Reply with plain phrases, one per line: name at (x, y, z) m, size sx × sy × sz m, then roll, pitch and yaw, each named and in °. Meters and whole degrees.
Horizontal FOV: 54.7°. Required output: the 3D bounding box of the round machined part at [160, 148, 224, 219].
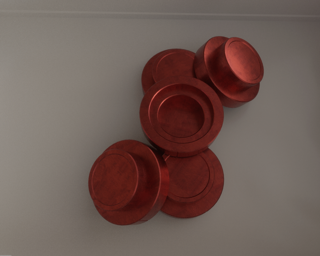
round machined part at (0.029, 0.059, 0.377) m, size 0.099 × 0.042 × 0.098 m, roll 0°, pitch 70°, yaw -1°

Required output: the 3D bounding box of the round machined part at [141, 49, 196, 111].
round machined part at (0.024, -0.068, 0.424) m, size 0.099 × 0.042 × 0.098 m, roll 0°, pitch 70°, yaw -1°

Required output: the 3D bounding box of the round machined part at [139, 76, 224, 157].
round machined part at (0.025, -0.011, 0.380) m, size 0.099 × 0.042 × 0.098 m, roll 0°, pitch 70°, yaw -1°

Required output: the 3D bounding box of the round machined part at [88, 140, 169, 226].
round machined part at (-0.042, 0.061, 0.354) m, size 0.098 × 0.042 × 0.098 m, roll -9°, pitch 72°, yaw 28°

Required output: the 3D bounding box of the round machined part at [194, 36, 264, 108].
round machined part at (0.097, -0.079, 0.406) m, size 0.099 × 0.042 × 0.098 m, roll 13°, pitch 64°, yaw -28°
